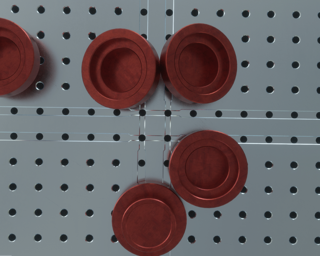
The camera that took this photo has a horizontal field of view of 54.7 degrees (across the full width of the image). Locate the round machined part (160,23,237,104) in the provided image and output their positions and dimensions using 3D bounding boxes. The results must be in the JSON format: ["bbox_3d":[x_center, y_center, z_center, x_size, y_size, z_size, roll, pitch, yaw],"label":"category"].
[{"bbox_3d":[0.045,-0.079,0.395,0.099,0.042,0.097,0,91,-21],"label":"round machined part"}]

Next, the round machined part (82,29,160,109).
[{"bbox_3d":[-0.046,-0.073,0.395,0.098,0.042,0.097,1,93,16],"label":"round machined part"}]

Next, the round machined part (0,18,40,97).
[{"bbox_3d":[-0.205,-0.088,0.402,0.099,0.042,0.097,0,90,-1],"label":"round machined part"}]

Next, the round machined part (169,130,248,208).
[{"bbox_3d":[0.060,0.051,0.406,0.099,0.042,0.097,0,90,-1],"label":"round machined part"}]

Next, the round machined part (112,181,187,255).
[{"bbox_3d":[-0.014,0.121,0.405,0.099,0.042,0.097,0,90,-1],"label":"round machined part"}]
